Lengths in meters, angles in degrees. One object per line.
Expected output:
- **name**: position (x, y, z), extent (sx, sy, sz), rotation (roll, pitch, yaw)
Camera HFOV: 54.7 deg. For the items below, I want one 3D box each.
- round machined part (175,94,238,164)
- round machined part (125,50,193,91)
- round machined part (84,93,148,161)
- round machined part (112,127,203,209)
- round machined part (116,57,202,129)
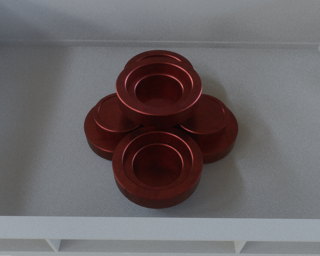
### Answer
- **round machined part**: position (0.051, -0.006, 0.397), extent (0.099, 0.042, 0.098), rotation (0, 50, 0)
- **round machined part**: position (-0.002, -0.066, 0.447), extent (0.099, 0.042, 0.098), rotation (0, 50, 0)
- **round machined part**: position (-0.048, -0.009, 0.398), extent (0.099, 0.042, 0.098), rotation (0, 50, 0)
- **round machined part**: position (-0.003, 0.047, 0.352), extent (0.099, 0.042, 0.098), rotation (0, 50, 0)
- **round machined part**: position (-0.001, -0.037, 0.368), extent (0.099, 0.042, 0.098), rotation (0, 50, 0)
